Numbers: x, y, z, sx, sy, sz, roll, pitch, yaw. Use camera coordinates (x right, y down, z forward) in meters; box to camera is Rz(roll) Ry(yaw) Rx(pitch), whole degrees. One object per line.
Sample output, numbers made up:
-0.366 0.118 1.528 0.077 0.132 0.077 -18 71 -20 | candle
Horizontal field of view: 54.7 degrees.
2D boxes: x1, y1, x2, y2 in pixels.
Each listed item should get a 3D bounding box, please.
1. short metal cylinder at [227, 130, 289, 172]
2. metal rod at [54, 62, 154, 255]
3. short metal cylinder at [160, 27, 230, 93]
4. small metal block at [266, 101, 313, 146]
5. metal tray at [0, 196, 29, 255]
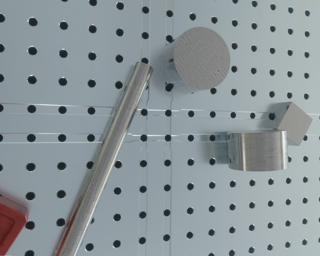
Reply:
0.136 0.029 0.433 0.081 0.080 0.050 -3 92 -20 | short metal cylinder
-0.074 0.057 0.385 0.025 0.025 0.299 24 82 -19 | metal rod
0.046 -0.089 0.416 0.081 0.050 0.079 0 90 -20 | short metal cylinder
0.205 -0.006 0.488 0.050 0.025 0.050 35 79 -17 | small metal block
-0.217 0.129 0.330 0.090 0.030 0.130 34 79 -17 | metal tray
